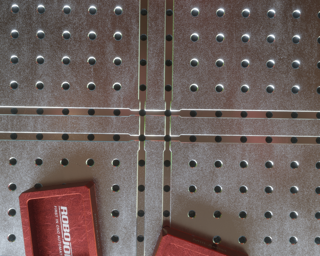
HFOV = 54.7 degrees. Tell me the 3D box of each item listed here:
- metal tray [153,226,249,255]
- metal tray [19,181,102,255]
[{"bbox_3d":[0.050,0.198,0.411,0.131,0.030,0.090,20,90,-1],"label":"metal tray"},{"bbox_3d":[-0.128,0.142,0.409,0.091,0.030,0.129,-7,90,-1],"label":"metal tray"}]
